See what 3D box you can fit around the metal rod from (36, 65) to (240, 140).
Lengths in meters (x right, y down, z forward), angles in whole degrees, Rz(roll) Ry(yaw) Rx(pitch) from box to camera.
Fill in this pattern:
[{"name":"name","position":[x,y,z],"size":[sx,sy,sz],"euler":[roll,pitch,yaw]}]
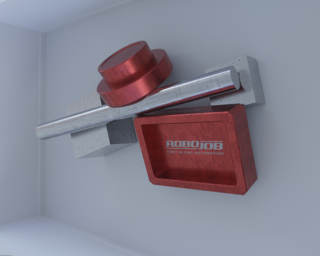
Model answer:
[{"name":"metal rod","position":[-0.050,-0.022,0.386],"size":[0.300,0.025,0.025],"euler":[-13,82,31]}]

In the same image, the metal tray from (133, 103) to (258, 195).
[{"name":"metal tray","position":[0.036,0.023,0.352],"size":[0.130,0.030,0.089],"euler":[-2,108,39]}]

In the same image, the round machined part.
[{"name":"round machined part","position":[-0.037,-0.072,0.383],"size":[0.098,0.098,0.042],"euler":[-6,127,39]}]

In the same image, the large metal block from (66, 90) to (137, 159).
[{"name":"large metal block","position":[-0.088,-0.004,0.458],"size":[0.080,0.050,0.080],"euler":[-23,76,37]}]

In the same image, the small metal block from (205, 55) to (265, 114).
[{"name":"small metal block","position":[0.081,-0.045,0.337],"size":[0.050,0.025,0.050],"euler":[-15,81,38]}]
